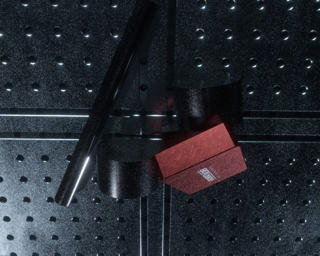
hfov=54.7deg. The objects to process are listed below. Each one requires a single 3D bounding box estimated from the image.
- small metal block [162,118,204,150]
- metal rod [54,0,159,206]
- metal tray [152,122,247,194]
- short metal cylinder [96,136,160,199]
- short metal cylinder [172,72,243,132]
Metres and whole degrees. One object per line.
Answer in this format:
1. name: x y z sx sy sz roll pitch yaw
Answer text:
1. small metal block: 0.029 0.005 0.402 0.050 0.050 0.025 -9 110 3
2. metal rod: -0.077 -0.021 0.404 0.025 0.025 0.298 24 108 -9
3. metal tray: 0.056 0.044 0.382 0.090 0.130 0.030 -26 65 9
4. short metal cylinder: -0.041 0.048 0.401 0.081 0.080 0.050 2 110 -1
5. short metal cylinder: 0.058 -0.034 0.372 0.080 0.080 0.050 -7 110 2
